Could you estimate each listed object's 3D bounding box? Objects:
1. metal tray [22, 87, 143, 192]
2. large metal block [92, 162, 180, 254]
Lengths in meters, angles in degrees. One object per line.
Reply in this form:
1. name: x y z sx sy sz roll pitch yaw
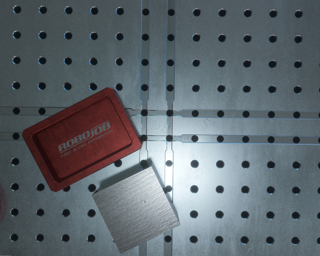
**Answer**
1. metal tray: -0.100 0.015 0.409 0.130 0.030 0.090 -27 90 0
2. large metal block: -0.029 0.100 0.401 0.080 0.050 0.080 -26 90 0
